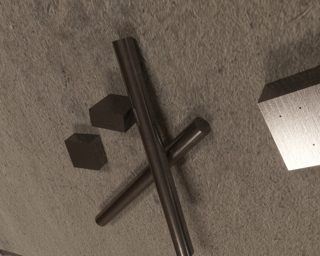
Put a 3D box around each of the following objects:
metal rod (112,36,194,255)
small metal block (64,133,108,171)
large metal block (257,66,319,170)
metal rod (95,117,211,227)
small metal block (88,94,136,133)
[{"bbox_3d":[-0.005,0.035,0.399,0.025,0.025,0.298,-8,105,31],"label":"metal rod"},{"bbox_3d":[-0.116,0.037,0.489,0.050,0.025,0.050,3,120,26],"label":"small metal block"},{"bbox_3d":[0.153,-0.012,0.302,0.080,0.050,0.080,-19,109,35],"label":"large metal block"},{"bbox_3d":[-0.027,0.082,0.469,0.025,0.025,0.298,42,129,-1],"label":"metal rod"},{"bbox_3d":[-0.056,-0.021,0.406,0.050,0.050,0.025,10,123,22],"label":"small metal block"}]
